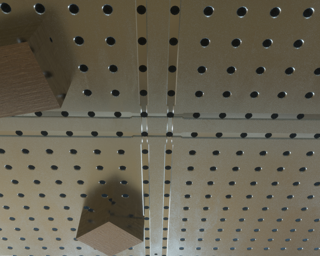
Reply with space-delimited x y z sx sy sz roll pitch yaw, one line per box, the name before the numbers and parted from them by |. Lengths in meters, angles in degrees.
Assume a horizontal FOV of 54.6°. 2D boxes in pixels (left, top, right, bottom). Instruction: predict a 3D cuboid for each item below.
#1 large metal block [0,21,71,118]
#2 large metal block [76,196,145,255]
large metal block | -0.157 -0.062 0.341 0.080 0.050 0.080 -9 130 7
large metal block | -0.085 0.173 0.542 0.080 0.050 0.080 -33 123 25
